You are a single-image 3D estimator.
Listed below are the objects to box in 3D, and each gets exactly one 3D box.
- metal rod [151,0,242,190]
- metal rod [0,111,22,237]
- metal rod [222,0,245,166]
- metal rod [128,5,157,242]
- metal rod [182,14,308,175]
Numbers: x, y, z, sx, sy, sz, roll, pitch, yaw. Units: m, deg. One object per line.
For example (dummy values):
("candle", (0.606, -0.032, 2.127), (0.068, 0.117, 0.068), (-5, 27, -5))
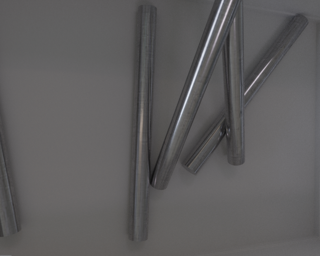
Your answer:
("metal rod", (0.042, -0.052, 0.347), (0.025, 0.025, 0.298), (9, 118, -20))
("metal rod", (-0.192, -0.030, 0.339), (0.025, 0.025, 0.298), (-10, 94, -20))
("metal rod", (0.088, -0.079, 0.370), (0.025, 0.025, 0.298), (-22, 123, -19))
("metal rod", (-0.022, -0.007, 0.402), (0.025, 0.025, 0.298), (3, 89, -20))
("metal rod", (0.132, -0.056, 0.458), (0.025, 0.025, 0.300), (43, 77, -15))
